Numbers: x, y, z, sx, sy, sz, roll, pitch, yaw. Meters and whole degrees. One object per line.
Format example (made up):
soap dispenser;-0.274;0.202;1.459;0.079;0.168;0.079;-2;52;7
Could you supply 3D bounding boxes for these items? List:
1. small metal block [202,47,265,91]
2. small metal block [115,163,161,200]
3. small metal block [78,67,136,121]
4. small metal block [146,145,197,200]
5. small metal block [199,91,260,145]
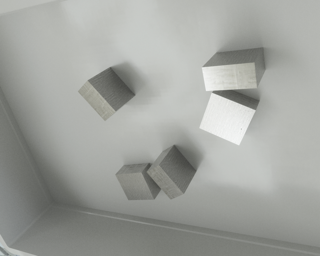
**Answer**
small metal block;0.076;-0.060;0.315;0.050;0.050;0.025;0;118;28
small metal block;-0.033;0.083;0.478;0.050;0.025;0.050;-10;114;32
small metal block;-0.068;-0.045;0.401;0.050;0.050;0.025;48;129;-6
small metal block;0.017;0.059;0.420;0.025;0.050;0.050;-34;99;38
small metal block;0.079;-0.015;0.357;0.050;0.025;0.050;24;127;13
